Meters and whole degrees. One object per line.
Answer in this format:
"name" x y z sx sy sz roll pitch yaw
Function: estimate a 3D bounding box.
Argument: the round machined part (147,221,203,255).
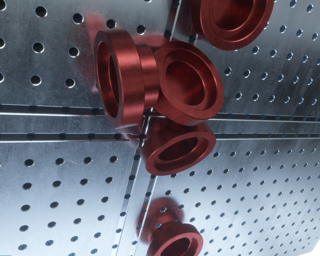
"round machined part" 0.022 0.201 0.536 0.099 0.042 0.097 -14 124 -21

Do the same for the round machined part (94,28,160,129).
"round machined part" -0.033 -0.051 0.314 0.042 0.098 0.097 -12 124 -22

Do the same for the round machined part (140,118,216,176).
"round machined part" 0.020 0.019 0.408 0.099 0.042 0.098 -18 148 -12

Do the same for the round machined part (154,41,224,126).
"round machined part" 0.024 -0.048 0.360 0.099 0.098 0.042 10 154 -33

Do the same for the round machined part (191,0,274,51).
"round machined part" 0.078 -0.142 0.354 0.099 0.042 0.097 -14 124 -21
